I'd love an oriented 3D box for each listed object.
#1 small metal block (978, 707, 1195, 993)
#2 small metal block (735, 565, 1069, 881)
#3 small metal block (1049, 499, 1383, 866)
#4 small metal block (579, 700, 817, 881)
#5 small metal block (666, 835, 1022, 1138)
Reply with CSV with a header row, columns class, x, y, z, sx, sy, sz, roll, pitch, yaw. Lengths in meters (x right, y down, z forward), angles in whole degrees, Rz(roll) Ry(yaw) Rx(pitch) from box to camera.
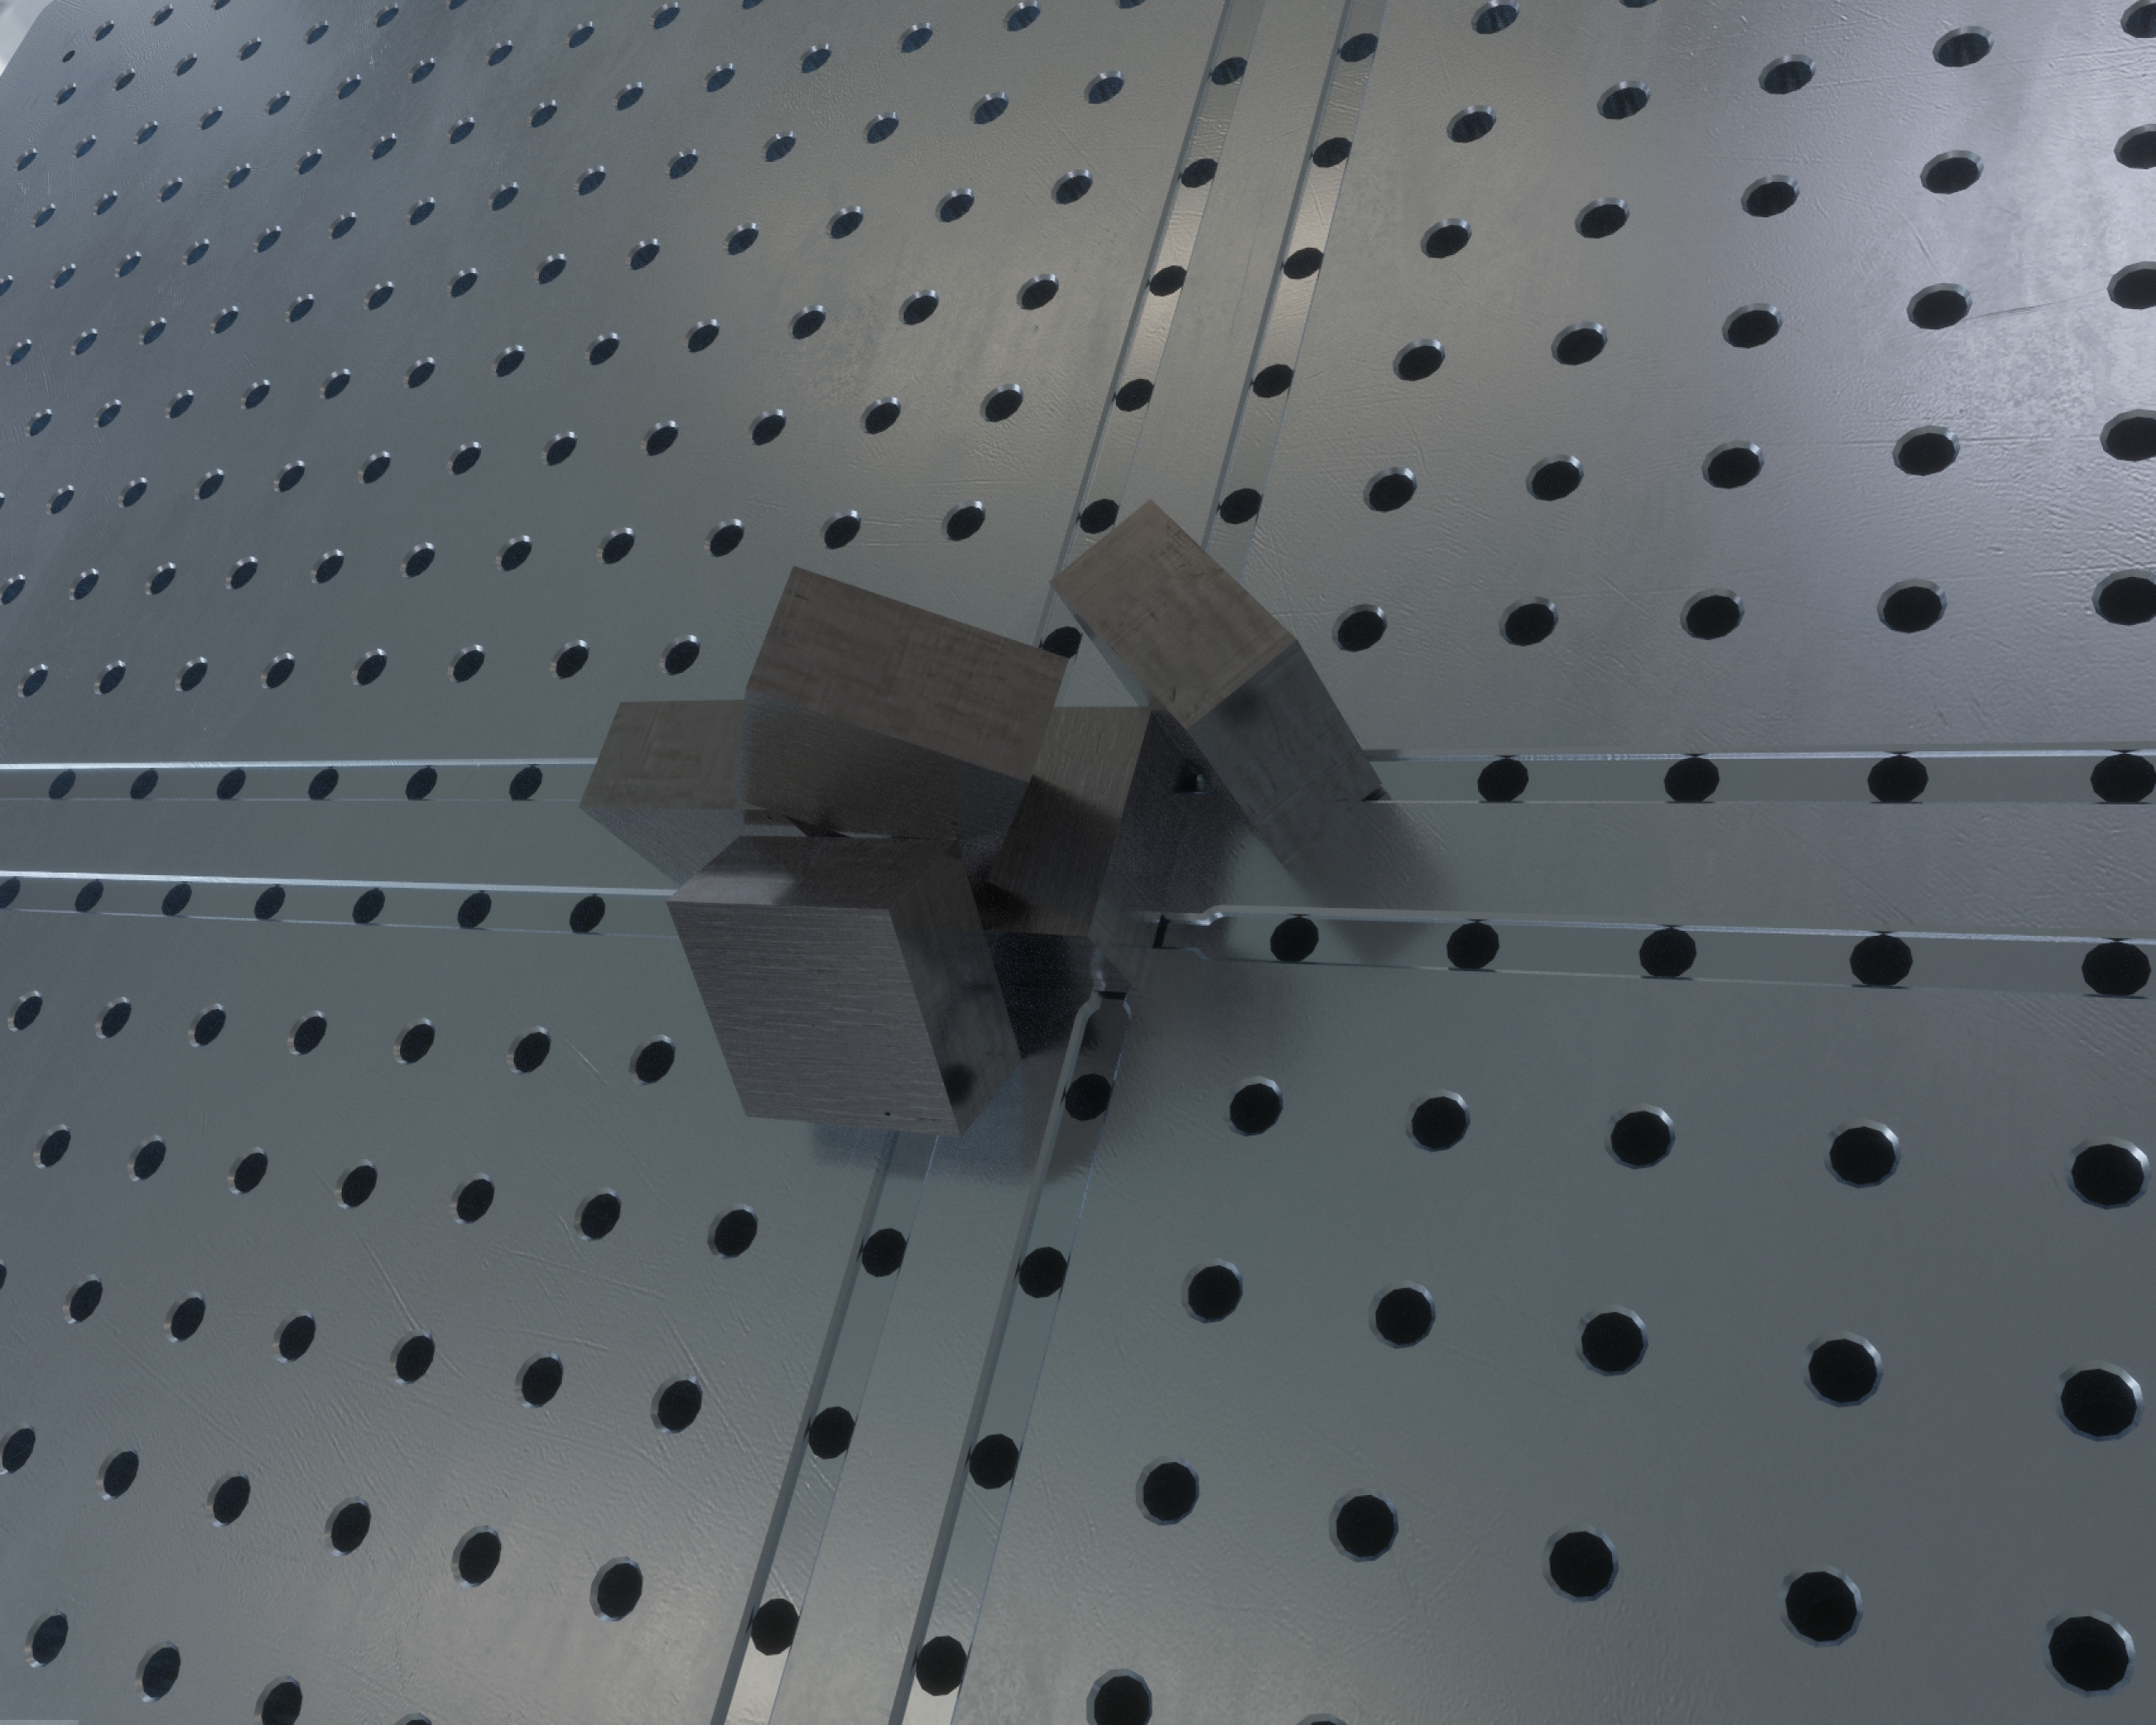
class,x,y,z,sx,sy,sz,roll,pitch,yaw
small metal block,-0.009,-0.003,0.416,0.050,0.025,0.050,2,63,28
small metal block,-0.033,-0.024,0.380,0.050,0.050,0.025,18,67,-4
small metal block,0.027,-0.034,0.400,0.025,0.050,0.050,-40,51,1
small metal block,-0.065,-0.010,0.433,0.050,0.050,0.025,1,63,30
small metal block,-0.044,0.023,0.399,0.050,0.050,0.025,1,31,29
